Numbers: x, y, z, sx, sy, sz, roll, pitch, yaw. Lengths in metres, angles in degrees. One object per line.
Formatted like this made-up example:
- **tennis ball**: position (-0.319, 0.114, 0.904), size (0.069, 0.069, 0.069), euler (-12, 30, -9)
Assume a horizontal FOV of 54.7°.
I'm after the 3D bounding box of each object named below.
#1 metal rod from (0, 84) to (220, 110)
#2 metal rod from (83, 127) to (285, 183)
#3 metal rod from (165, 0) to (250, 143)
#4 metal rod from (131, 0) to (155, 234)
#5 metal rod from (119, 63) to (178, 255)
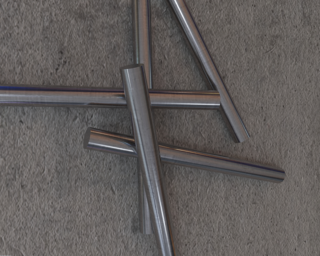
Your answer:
- **metal rod**: position (-0.075, -0.036, 0.361), size (0.302, 0.025, 0.025), euler (0, 90, -13)
- **metal rod**: position (0.051, 0.042, 0.408), size (0.302, 0.025, 0.025), euler (13, 86, -27)
- **metal rod**: position (0.051, -0.114, 0.427), size (0.025, 0.025, 0.299), euler (-31, 100, -17)
- **metal rod**: position (-0.019, -0.015, 0.401), size (0.025, 0.025, 0.298), euler (-2, 91, -20)
- **metal rod**: position (-0.004, 0.075, 0.364), size (0.025, 0.025, 0.298), euler (-18, 112, -19)
